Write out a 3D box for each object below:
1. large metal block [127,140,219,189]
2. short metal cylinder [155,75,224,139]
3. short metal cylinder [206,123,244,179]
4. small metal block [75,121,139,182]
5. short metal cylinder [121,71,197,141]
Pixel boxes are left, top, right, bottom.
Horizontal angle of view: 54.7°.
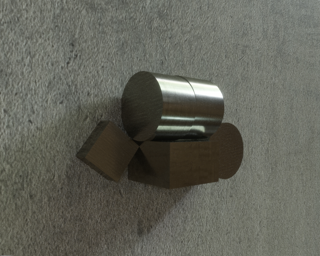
[{"bbox_3d":[0.016,0.040,0.385,0.081,0.080,0.050,1,90,-40],"label":"large metal block"},{"bbox_3d":[0.035,-0.025,0.401,0.050,0.080,0.080,1,90,-40],"label":"short metal cylinder"},{"bbox_3d":[0.078,0.032,0.455,0.081,0.050,0.079,0,90,-40],"label":"short metal cylinder"},{"bbox_3d":[-0.060,0.026,0.357,0.050,0.025,0.050,45,63,-31],"label":"small metal block"},{"bbox_3d":[-0.003,-0.024,0.368,0.050,0.080,0.080,1,90,-40],"label":"short metal cylinder"}]
